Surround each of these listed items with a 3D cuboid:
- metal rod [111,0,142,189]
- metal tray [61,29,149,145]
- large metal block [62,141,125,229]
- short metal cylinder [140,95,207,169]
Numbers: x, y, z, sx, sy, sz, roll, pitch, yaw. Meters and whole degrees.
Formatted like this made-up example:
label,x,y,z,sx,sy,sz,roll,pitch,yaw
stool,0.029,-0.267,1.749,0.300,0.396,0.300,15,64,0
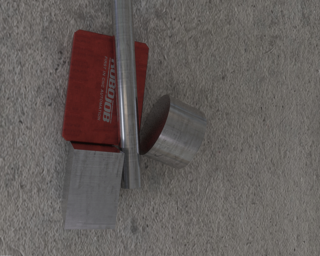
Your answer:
label,x,y,z,sx,sy,sz,roll,pitch,yaw
metal rod,-0.041,-0.080,0.361,0.025,0.025,0.298,-3,91,-20
metal tray,-0.067,-0.045,0.382,0.091,0.030,0.129,7,88,-20
large metal block,-0.078,0.060,0.348,0.050,0.080,0.080,7,92,-20
short metal cylinder,0.014,0.005,0.385,0.050,0.080,0.080,24,82,-19
